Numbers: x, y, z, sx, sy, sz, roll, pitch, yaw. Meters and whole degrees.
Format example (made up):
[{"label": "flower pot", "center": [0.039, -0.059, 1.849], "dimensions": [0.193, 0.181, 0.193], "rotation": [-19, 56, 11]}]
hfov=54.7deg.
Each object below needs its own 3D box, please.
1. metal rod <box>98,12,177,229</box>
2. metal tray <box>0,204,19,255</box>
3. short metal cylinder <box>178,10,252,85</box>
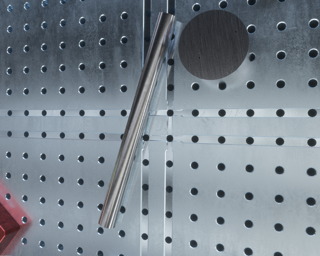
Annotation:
[{"label": "metal rod", "center": [-0.032, -0.006, 0.423], "dimensions": [0.025, 0.025, 0.298], "rotation": [19, 96, 19]}, {"label": "metal tray", "center": [-0.306, 0.156, 0.517], "dimensions": [0.130, 0.030, 0.090], "rotation": [41, 103, 15]}, {"label": "short metal cylinder", "center": [0.068, -0.094, 0.375], "dimensions": [0.080, 0.050, 0.080], "rotation": [0, 90, 20]}]
